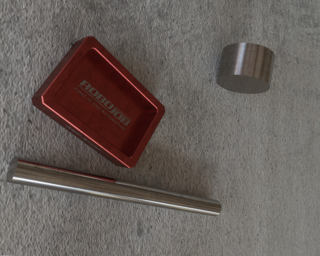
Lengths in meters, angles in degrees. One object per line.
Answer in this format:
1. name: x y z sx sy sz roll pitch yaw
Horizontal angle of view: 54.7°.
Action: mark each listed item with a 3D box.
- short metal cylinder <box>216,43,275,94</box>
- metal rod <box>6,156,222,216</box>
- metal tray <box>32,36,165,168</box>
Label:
1. short metal cylinder: 0.132 -0.090 0.479 0.080 0.080 0.050 20 78 -38
2. metal rod: -0.027 0.081 0.382 0.302 0.025 0.025 21 77 -38
3. metal tray: -0.061 -0.025 0.349 0.130 0.030 0.090 43 64 -32
